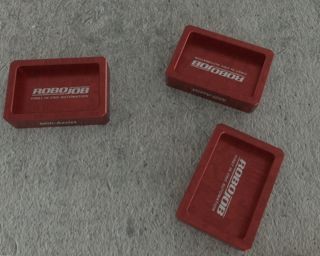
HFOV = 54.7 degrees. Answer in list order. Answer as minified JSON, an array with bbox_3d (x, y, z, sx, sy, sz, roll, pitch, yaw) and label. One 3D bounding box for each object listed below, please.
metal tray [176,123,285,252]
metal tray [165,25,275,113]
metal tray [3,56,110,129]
[{"bbox_3d":[0.086,0.070,0.380,0.090,0.030,0.130,25,72,8],"label":"metal tray"},{"bbox_3d":[0.083,-0.084,0.436,0.131,0.030,0.090,20,71,7],"label":"metal tray"},{"bbox_3d":[-0.136,-0.049,0.422,0.131,0.030,0.090,-3,70,-1],"label":"metal tray"}]
